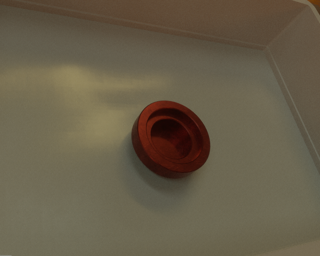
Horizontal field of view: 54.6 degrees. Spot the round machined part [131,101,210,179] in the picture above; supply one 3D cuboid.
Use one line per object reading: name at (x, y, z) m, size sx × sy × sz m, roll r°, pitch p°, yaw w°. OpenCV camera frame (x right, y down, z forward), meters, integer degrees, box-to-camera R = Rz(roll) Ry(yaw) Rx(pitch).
round machined part at (0.010, 0.018, 0.389) m, size 0.099 × 0.042 × 0.098 m, roll 13°, pitch 56°, yaw -21°
